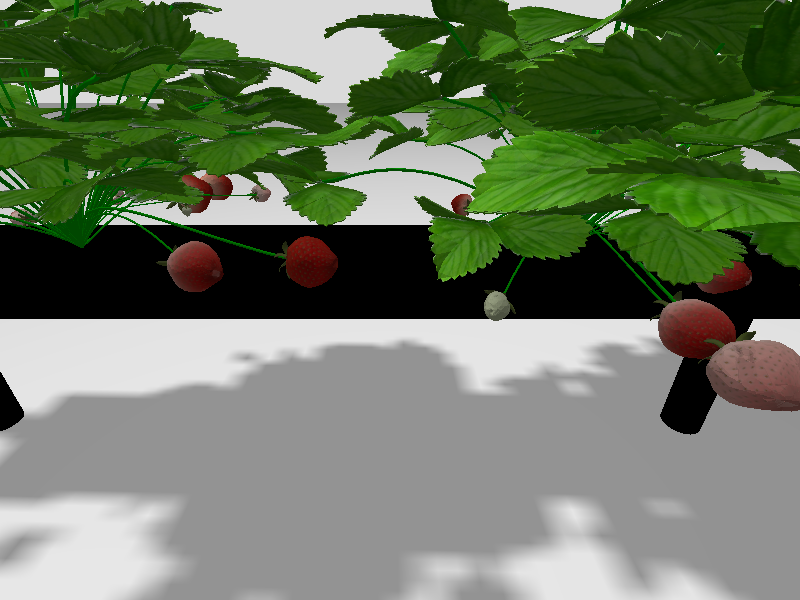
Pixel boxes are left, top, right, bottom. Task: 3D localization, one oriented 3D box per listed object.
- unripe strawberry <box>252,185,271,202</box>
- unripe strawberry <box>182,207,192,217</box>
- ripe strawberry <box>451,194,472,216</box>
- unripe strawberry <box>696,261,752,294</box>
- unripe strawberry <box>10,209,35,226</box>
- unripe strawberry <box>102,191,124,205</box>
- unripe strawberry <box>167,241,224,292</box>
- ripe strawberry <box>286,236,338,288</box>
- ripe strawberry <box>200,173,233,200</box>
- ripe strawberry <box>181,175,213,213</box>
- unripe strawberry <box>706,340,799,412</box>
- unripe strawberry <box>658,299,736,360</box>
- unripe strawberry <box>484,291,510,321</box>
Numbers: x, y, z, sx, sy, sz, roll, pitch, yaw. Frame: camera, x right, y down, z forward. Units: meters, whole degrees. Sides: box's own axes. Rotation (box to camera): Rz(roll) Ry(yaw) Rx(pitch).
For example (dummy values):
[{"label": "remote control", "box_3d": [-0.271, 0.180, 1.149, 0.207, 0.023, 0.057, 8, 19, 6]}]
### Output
[{"label": "unripe strawberry", "box_3d": [-0.177, -0.137, 0.513, 0.024, 0.021, 0.022, 18, 33, 31]}, {"label": "unripe strawberry", "box_3d": [-0.241, -0.100, 0.454, 0.010, 0.011, 0.011, 14, 31, 25]}, {"label": "ripe strawberry", "box_3d": [0.070, -0.109, 0.458, 0.022, 0.025, 0.024, -21, 34, -34]}, {"label": "unripe strawberry", "box_3d": [0.226, -0.018, 0.280, 0.035, 0.031, 0.032, -20, 34, -32]}, {"label": "unripe strawberry", "box_3d": [-0.397, -0.087, 0.421, 0.022, 0.019, 0.022, 15, 32, 28]}, {"label": "unripe strawberry", "box_3d": [-0.360, -0.132, 0.504, 0.024, 0.025, 0.026, -11, 14, -20]}, {"label": "unripe strawberry", "box_3d": [-0.143, -0.022, 0.286, 0.038, 0.037, 0.035, 16, 32, 26]}, {"label": "ripe strawberry", "box_3d": [-0.064, -0.028, 0.297, 0.038, 0.037, 0.035, 9, 29, 16]}, {"label": "ripe strawberry", "box_3d": [-0.236, -0.148, 0.516, 0.043, 0.037, 0.043, 9, 29, 16]}, {"label": "ripe strawberry", "box_3d": [-0.242, -0.127, 0.475, 0.042, 0.044, 0.046, 11, 29, 20]}, {"label": "unripe strawberry", "box_3d": [0.160, 0.035, 0.178, 0.036, 0.033, 0.033, -1, 29, -1]}, {"label": "unripe strawberry", "box_3d": [0.159, 0.017, 0.213, 0.036, 0.031, 0.036, -1, 29, -1]}, {"label": "unripe strawberry", "box_3d": [0.060, 0.005, 0.251, 0.016, 0.018, 0.018, 19, 47, 31]}]
